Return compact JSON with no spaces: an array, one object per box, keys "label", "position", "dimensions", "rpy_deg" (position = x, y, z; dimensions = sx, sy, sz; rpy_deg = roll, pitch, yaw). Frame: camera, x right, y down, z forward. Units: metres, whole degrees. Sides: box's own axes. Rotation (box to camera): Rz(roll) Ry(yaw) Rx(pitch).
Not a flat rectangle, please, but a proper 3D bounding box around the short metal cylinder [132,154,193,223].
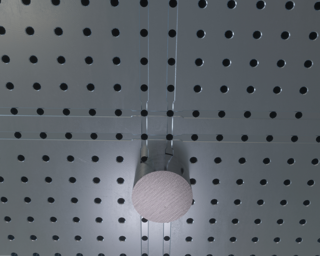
[{"label":"short metal cylinder","position":[0.003,0.083,0.431],"dimensions":[0.080,0.050,0.079],"rpy_deg":[0,110,0]}]
